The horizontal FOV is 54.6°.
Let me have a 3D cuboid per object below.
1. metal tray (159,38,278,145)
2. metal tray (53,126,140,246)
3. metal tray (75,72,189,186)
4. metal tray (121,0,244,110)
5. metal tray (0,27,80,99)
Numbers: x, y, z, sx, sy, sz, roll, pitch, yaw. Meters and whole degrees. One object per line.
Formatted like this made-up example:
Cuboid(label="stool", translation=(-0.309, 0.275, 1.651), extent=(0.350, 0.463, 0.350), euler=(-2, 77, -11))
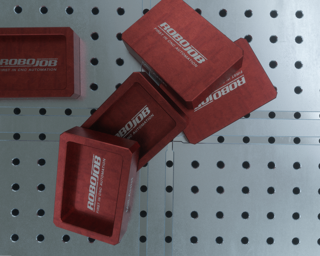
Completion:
Cuboid(label="metal tray", translation=(0.074, -0.047, 0.411), extent=(0.130, 0.030, 0.090), euler=(-30, 90, 0))
Cuboid(label="metal tray", translation=(-0.080, 0.071, 0.383), extent=(0.090, 0.030, 0.129), euler=(14, 107, 11))
Cuboid(label="metal tray", translation=(-0.040, 0.003, 0.393), extent=(0.130, 0.030, 0.090), euler=(-43, 90, 16))
Cuboid(label="metal tray", translation=(0.026, -0.097, 0.387), extent=(0.090, 0.030, 0.130), euler=(-42, 71, -4))
Cuboid(label="metal tray", translation=(-0.175, -0.084, 0.409), extent=(0.131, 0.030, 0.090), euler=(-1, 90, 0))
